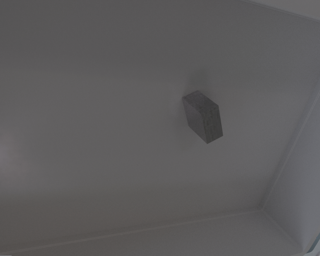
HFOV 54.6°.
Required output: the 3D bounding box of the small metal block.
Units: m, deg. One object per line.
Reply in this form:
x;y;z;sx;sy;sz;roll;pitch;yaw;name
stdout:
0.057;-0.015;0.413;0.025;0.050;0.050;-26;128;-12;small metal block
